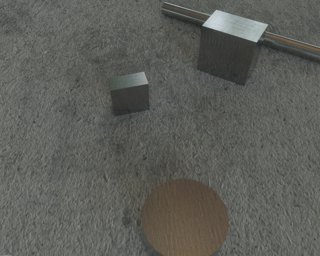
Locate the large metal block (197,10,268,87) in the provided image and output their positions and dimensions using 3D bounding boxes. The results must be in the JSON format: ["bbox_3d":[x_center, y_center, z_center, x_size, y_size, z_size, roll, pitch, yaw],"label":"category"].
[{"bbox_3d":[0.107,-0.121,0.470,0.080,0.080,0.050,24,54,19],"label":"large metal block"}]

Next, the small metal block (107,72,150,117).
[{"bbox_3d":[-0.042,-0.046,0.425,0.050,0.050,0.025,-12,51,-10],"label":"small metal block"}]

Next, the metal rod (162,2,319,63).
[{"bbox_3d":[0.140,-0.173,0.549,0.301,0.025,0.025,24,54,19],"label":"metal rod"}]

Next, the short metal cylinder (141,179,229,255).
[{"bbox_3d":[0.023,0.098,0.305,0.081,0.050,0.080,0,50,0],"label":"short metal cylinder"}]
